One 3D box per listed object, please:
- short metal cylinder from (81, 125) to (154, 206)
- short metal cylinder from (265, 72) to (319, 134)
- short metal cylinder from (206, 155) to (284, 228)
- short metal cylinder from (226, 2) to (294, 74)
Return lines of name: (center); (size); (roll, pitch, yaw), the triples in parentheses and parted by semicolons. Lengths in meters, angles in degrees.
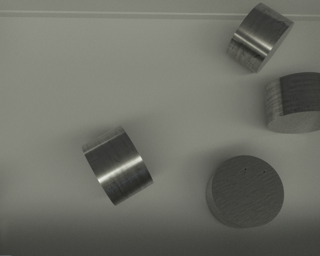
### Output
short metal cylinder: (-0.050, 0.043, 0.364); (0.050, 0.080, 0.080); (-30, 73, -10)
short metal cylinder: (0.176, -0.029, 0.392); (0.080, 0.080, 0.050); (1, 70, 0)
short metal cylinder: (0.098, 0.077, 0.369); (0.081, 0.050, 0.080); (0, 70, 0)
short metal cylinder: (0.137, -0.122, 0.426); (0.050, 0.080, 0.080); (38, 74, 12)
